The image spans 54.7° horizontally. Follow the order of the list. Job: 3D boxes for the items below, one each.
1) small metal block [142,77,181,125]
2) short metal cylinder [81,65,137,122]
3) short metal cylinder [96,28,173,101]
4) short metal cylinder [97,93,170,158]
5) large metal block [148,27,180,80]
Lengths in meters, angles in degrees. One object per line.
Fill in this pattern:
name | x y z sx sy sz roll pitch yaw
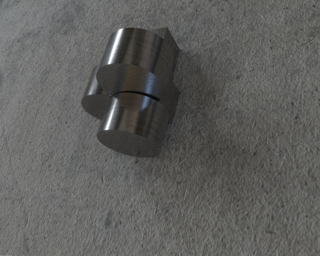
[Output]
small metal block | 0.002 -0.038 0.414 0.025 0.050 0.050 1 62 29
short metal cylinder | -0.062 -0.045 0.431 0.080 0.080 0.050 -2 61 27
short metal cylinder | -0.029 -0.070 0.364 0.080 0.080 0.050 -2 61 27
short metal cylinder | -0.033 -0.001 0.389 0.080 0.080 0.050 0 62 28
large metal block | -0.023 -0.096 0.461 0.080 0.050 0.080 -2 61 27
